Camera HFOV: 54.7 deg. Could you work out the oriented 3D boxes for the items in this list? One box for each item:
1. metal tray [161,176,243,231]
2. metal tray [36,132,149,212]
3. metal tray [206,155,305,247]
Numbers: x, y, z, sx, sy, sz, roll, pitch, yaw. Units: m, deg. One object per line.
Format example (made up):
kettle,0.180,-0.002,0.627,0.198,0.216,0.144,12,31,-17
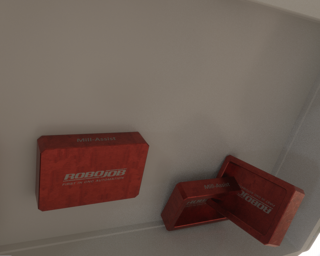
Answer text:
metal tray,0.076,0.123,0.510,0.131,0.030,0.089,-1,132,-27
metal tray,-0.085,0.053,0.393,0.131,0.030,0.089,-2,120,-28
metal tray,0.139,0.106,0.473,0.030,0.130,0.090,25,91,-38
